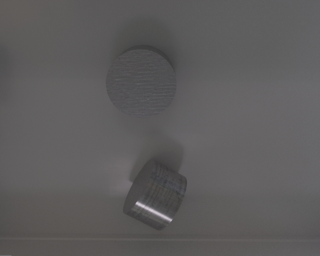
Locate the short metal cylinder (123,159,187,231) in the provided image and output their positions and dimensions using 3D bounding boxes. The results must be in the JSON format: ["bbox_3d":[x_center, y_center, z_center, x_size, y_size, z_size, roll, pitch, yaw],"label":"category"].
[{"bbox_3d":[-0.007,0.088,0.414,0.050,0.080,0.080,30,107,-11],"label":"short metal cylinder"}]

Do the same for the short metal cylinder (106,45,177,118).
[{"bbox_3d":[-0.021,-0.058,0.376,0.081,0.050,0.079,0,110,0],"label":"short metal cylinder"}]
